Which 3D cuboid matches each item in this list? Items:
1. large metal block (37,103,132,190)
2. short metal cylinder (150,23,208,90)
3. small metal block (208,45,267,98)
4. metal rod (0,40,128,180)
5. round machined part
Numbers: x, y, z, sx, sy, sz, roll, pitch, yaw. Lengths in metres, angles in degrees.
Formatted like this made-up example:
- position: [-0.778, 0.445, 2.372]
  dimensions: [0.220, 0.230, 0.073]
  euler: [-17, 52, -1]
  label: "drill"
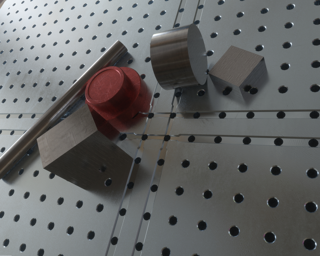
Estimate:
- position: [-0.098, 0.027, 0.408]
  dimensions: [0.080, 0.080, 0.050]
  euler: [-35, 51, 5]
  label: "large metal block"
- position: [0.028, -0.094, 0.416]
  dimensions: [0.050, 0.080, 0.080]
  euler: [-6, 59, 25]
  label: "short metal cylinder"
- position: [0.100, -0.074, 0.401]
  dimensions: [0.050, 0.025, 0.050]
  euler: [35, 81, 38]
  label: "small metal block"
- position: [-0.167, -0.032, 0.515]
  dimensions: [0.300, 0.025, 0.025]
  euler: [-47, 51, -5]
  label: "metal rod"
- position: [-0.073, -0.054, 0.469]
  dimensions: [0.098, 0.042, 0.098]
  euler: [-13, 57, 21]
  label: "round machined part"
